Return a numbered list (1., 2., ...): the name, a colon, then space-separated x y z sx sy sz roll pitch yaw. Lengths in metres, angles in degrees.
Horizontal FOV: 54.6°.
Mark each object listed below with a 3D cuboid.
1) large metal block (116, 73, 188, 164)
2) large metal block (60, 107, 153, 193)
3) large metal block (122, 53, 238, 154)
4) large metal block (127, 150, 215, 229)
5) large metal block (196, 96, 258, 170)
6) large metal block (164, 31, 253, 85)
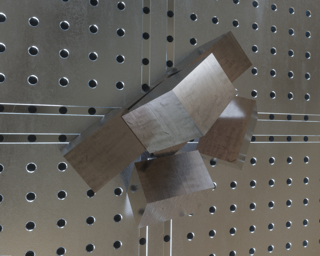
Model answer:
1. large metal block: 0.000 -0.011 0.400 0.080 0.050 0.080 -41 103 -15
2. large metal block: -0.065 0.022 0.358 0.080 0.080 0.050 -40 103 -16
3. large metal block: 0.021 -0.025 0.324 0.050 0.080 0.080 54 49 -12
4. large metal block: 0.009 0.076 0.379 0.081 0.080 0.050 -9 57 -20
5. large metal block: 0.091 0.007 0.409 0.050 0.080 0.080 17 83 22
6. large metal block: 0.056 -0.073 0.404 0.080 0.080 0.050 -41 104 -15
